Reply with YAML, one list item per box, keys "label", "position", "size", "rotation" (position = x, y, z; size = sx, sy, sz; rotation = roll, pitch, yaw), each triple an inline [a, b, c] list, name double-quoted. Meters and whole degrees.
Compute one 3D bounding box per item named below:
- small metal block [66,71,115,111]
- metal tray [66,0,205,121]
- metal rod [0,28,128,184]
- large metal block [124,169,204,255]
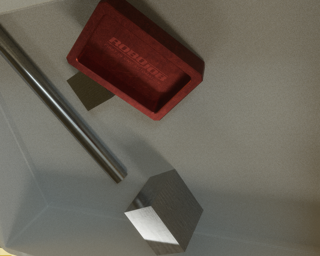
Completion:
- label: "small metal block"
  position: [-0.089, -0.057, 0.418]
  size: [0.050, 0.025, 0.050]
  rotation: [-23, 106, 36]
- label: "metal tray"
  position: [-0.027, -0.074, 0.348]
  size: [0.130, 0.030, 0.090]
  rotation: [34, 131, -17]
- label: "metal rod"
  position: [-0.155, -0.034, 0.466]
  size: [0.025, 0.025, 0.300]
  rotation: [-33, 100, 38]
- label: "large metal block"
  position: [0.009, 0.119, 0.441]
  size: [0.050, 0.080, 0.080]
  rotation: [-25, 105, 36]
